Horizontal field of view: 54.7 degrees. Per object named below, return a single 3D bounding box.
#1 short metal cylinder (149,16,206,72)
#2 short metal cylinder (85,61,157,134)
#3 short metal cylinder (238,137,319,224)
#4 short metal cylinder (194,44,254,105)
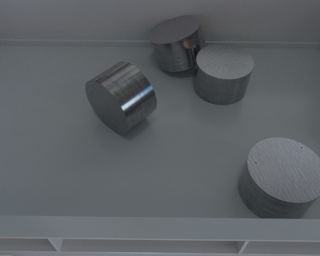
[{"bbox_3d":[0.029,-0.132,0.485,0.080,0.050,0.080,-13,41,12],"label":"short metal cylinder"},{"bbox_3d":[-0.051,-0.039,0.401,0.080,0.080,0.050,35,59,26],"label":"short metal cylinder"},{"bbox_3d":[0.132,0.057,0.342,0.080,0.050,0.080,0,50,0],"label":"short metal cylinder"},{"bbox_3d":[0.092,-0.080,0.456,0.081,0.050,0.080,0,50,0],"label":"short metal cylinder"}]
